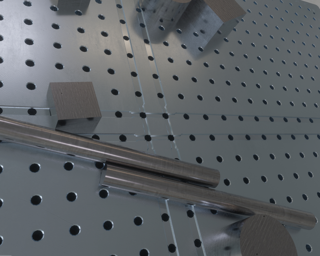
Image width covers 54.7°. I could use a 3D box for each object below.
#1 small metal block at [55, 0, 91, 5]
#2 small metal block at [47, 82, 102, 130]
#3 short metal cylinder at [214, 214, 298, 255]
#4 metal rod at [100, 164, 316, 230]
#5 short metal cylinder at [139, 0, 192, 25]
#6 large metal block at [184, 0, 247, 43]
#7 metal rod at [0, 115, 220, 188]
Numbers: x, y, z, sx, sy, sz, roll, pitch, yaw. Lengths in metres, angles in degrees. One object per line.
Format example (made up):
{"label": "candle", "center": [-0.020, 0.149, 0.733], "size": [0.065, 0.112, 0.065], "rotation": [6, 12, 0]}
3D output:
{"label": "small metal block", "center": [-0.136, -0.213, 0.465], "size": [0.050, 0.025, 0.050], "rotation": [-16, 70, -34]}
{"label": "small metal block", "center": [-0.103, -0.027, 0.369], "size": [0.050, 0.025, 0.050], "rotation": [-6, 65, -31]}
{"label": "short metal cylinder", "center": [0.111, 0.147, 0.362], "size": [0.081, 0.050, 0.080], "rotation": [14, 56, -21]}
{"label": "metal rod", "center": [0.075, 0.092, 0.391], "size": [0.302, 0.025, 0.025], "rotation": [16, 55, -19]}
{"label": "short metal cylinder", "center": [0.010, -0.226, 0.535], "size": [0.081, 0.050, 0.080], "rotation": [14, 56, -21]}
{"label": "large metal block", "center": [0.100, -0.216, 0.577], "size": [0.081, 0.050, 0.080], "rotation": [-33, 81, -38]}
{"label": "metal rod", "center": [-0.065, 0.028, 0.355], "size": [0.302, 0.025, 0.025], "rotation": [16, 55, -19]}
